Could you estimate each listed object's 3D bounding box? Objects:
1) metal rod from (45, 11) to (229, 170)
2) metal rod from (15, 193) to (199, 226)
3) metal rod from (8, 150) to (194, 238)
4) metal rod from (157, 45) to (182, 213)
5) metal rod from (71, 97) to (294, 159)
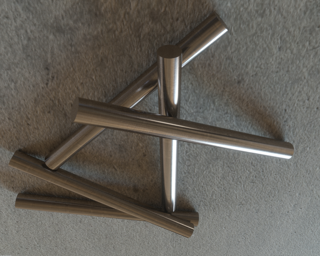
[{"bbox_3d":[-0.046,-0.030,0.381,0.299,0.025,0.025,-36,122,26],"label":"metal rod"},{"bbox_3d":[-0.083,0.139,0.524,0.302,0.025,0.025,8,130,-8],"label":"metal rod"},{"bbox_3d":[-0.080,0.107,0.480,0.301,0.025,0.025,27,125,-15],"label":"metal rod"},{"bbox_3d":[0.012,0.028,0.412,0.025,0.025,0.298,-1,136,0],"label":"metal rod"},{"bbox_3d":[0.049,0.007,0.365,0.302,0.025,0.025,11,131,-29],"label":"metal rod"}]
